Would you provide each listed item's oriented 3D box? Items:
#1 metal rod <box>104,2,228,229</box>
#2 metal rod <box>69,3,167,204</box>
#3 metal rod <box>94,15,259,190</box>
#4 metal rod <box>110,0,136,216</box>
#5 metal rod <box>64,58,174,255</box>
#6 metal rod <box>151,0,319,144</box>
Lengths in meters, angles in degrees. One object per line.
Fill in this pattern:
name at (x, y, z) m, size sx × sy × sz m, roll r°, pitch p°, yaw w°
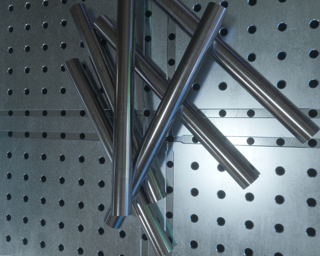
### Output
metal rod at (0.003, -0.008, 0.384) m, size 0.025 × 0.025 × 0.299 m, roll 29°, pitch 99°, yaw 17°
metal rod at (-0.061, -0.040, 0.434) m, size 0.025 × 0.025 × 0.299 m, roll -26°, pitch 81°, yaw 18°
metal rod at (0.013, -0.042, 0.408) m, size 0.025 × 0.025 × 0.300 m, roll -45°, pitch 76°, yaw 14°
metal rod at (-0.045, -0.045, 0.391) m, size 0.025 × 0.025 × 0.299 m, roll -3°, pitch 80°, yaw 20°
metal rod at (-0.062, 0.034, 0.434) m, size 0.025 × 0.025 × 0.299 m, roll -31°, pitch 80°, yaw 17°
metal rod at (0.073, -0.097, 0.387) m, size 0.025 × 0.025 × 0.300 m, roll -46°, pitch 76°, yaw 14°
